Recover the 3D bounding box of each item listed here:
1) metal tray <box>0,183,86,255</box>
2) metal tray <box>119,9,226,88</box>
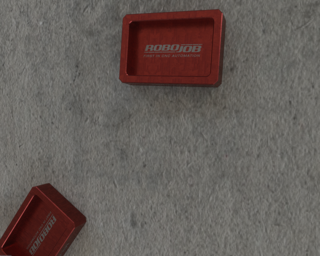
[{"bbox_3d":[-0.181,0.161,0.468,0.090,0.030,0.129,37,102,15],"label":"metal tray"},{"bbox_3d":[0.015,-0.100,0.400,0.130,0.030,0.089,4,91,19],"label":"metal tray"}]
